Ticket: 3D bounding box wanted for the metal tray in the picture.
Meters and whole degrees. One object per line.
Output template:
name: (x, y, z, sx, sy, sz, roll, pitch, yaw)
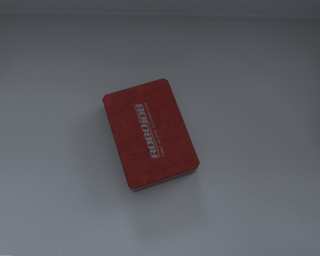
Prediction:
metal tray: (-0.013, 0.007, 0.404, 0.091, 0.030, 0.130, -17, 71, -7)
